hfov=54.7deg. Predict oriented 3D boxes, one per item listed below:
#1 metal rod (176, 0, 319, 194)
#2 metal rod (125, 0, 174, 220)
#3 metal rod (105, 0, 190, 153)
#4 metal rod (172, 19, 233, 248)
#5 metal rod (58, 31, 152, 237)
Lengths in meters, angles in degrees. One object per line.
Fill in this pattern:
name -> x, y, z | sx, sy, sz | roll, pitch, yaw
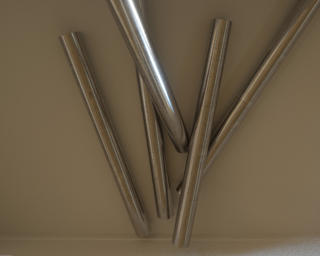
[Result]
metal rod -> 0.106, -0.030, 0.401 | 0.025, 0.025, 0.298 | 27, 108, -10
metal rod -> -0.010, -0.011, 0.407 | 0.025, 0.025, 0.298 | -7, 110, 2
metal rod -> -0.011, -0.065, 0.312 | 0.025, 0.025, 0.299 | -19, 139, 6
metal rod -> 0.051, 0.017, 0.399 | 0.025, 0.025, 0.298 | 8, 103, -4
metal rod -> -0.067, 0.022, 0.418 | 0.025, 0.025, 0.298 | -16, 110, 5
